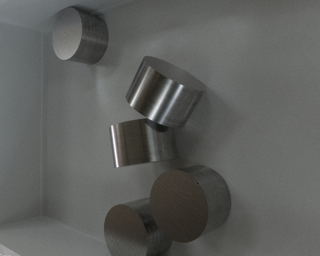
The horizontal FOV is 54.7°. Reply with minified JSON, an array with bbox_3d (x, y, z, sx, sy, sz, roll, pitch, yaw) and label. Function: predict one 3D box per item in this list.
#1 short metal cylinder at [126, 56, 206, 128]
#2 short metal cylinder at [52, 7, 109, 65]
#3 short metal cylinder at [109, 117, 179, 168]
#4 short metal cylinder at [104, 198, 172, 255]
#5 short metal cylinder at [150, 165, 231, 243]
[{"bbox_3d":[0.007,-0.043,0.366,0.080,0.081,0.050,43,116,31],"label":"short metal cylinder"},{"bbox_3d":[-0.128,-0.145,0.497,0.080,0.050,0.080,0,90,40],"label":"short metal cylinder"},{"bbox_3d":[-0.020,0.019,0.388,0.080,0.081,0.050,-14,81,39],"label":"short metal cylinder"},{"bbox_3d":[-0.029,0.138,0.415,0.080,0.050,0.080,0,90,40],"label":"short metal cylinder"},{"bbox_3d":[0.035,0.086,0.362,0.080,0.050,0.080,0,90,40],"label":"short metal cylinder"}]
